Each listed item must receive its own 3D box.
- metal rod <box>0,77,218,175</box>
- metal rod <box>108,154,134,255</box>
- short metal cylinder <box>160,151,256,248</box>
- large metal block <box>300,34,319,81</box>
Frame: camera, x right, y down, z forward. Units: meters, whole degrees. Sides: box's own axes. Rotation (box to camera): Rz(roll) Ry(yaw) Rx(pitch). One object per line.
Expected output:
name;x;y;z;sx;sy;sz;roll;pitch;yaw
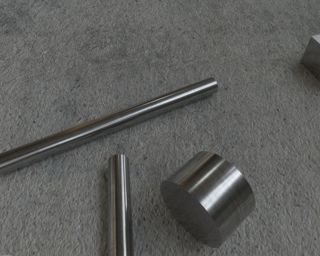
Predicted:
metal rod;-0.056;-0.010;0.410;0.302;0.025;0.025;-22;54;-18
metal rod;-0.033;0.153;0.274;0.025;0.025;0.300;-5;50;-4
short metal cylinder;0.046;0.070;0.309;0.050;0.080;0.080;-36;59;-26
large metal block;0.283;-0.106;0.478;0.081;0.050;0.080;-15;52;-12
